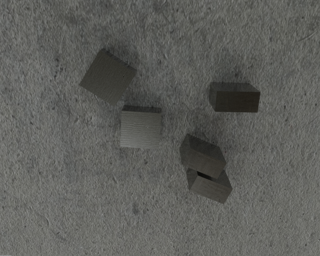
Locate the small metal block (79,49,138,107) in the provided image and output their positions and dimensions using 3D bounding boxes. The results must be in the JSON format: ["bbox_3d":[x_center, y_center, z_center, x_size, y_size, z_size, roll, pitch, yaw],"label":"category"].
[{"bbox_3d":[-0.064,-0.063,0.386,0.050,0.025,0.050,32,107,-12],"label":"small metal block"}]

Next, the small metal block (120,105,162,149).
[{"bbox_3d":[-0.025,-0.001,0.409,0.050,0.025,0.050,4,110,-2],"label":"small metal block"}]

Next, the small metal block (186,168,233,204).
[{"bbox_3d":[0.066,0.072,0.423,0.050,0.050,0.025,22,109,-8],"label":"small metal block"}]

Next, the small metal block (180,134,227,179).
[{"bbox_3d":[0.055,0.036,0.410,0.050,0.050,0.025,23,109,-8],"label":"small metal block"}]

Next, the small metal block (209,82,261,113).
[{"bbox_3d":[0.090,-0.039,0.383,0.050,0.050,0.025,1,110,-1],"label":"small metal block"}]
